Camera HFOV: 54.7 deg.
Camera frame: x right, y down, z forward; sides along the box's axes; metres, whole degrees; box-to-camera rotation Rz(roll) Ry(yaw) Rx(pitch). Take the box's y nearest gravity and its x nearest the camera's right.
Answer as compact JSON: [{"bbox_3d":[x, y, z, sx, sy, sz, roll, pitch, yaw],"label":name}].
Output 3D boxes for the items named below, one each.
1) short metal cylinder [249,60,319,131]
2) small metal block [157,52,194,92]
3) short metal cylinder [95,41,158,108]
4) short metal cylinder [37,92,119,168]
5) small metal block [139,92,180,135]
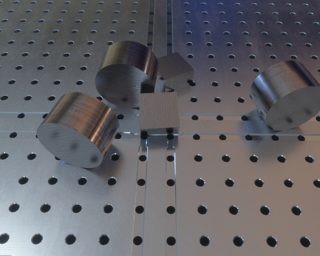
[{"bbox_3d":[0.166,-0.041,0.408,0.081,0.080,0.050,-10,51,-8],"label":"short metal cylinder"},{"bbox_3d":[0.018,-0.088,0.481,0.050,0.025,0.050,-23,54,-18],"label":"small metal block"},{"bbox_3d":[-0.045,-0.074,0.434,0.080,0.080,0.050,5,50,4],"label":"short metal cylinder"},{"bbox_3d":[-0.096,0.004,0.368,0.080,0.080,0.050,14,52,11],"label":"short metal cylinder"},{"bbox_3d":[-0.002,-0.019,0.413,0.050,0.025,0.050,-3,71,-3],"label":"small metal block"}]
